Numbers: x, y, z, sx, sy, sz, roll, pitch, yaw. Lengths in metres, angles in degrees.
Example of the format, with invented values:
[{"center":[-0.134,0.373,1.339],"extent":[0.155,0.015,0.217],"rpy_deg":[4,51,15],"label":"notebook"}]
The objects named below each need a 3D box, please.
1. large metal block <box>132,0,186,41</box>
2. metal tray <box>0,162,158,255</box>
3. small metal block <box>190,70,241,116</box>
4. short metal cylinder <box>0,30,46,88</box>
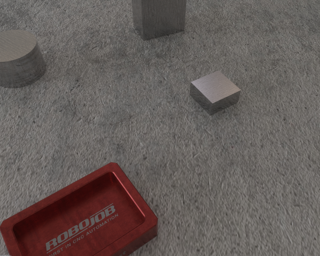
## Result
[{"center":[-0.002,-0.209,0.543],"extent":[0.081,0.080,0.050],"rpy_deg":[-18,53,-15],"label":"large metal block"},{"center":[-0.079,0.102,0.313],"extent":[0.131,0.030,0.090],"rpy_deg":[-28,56,-22],"label":"metal tray"},{"center":[0.079,-0.051,0.447],"extent":[0.050,0.025,0.050],"rpy_deg":[-25,55,-20],"label":"small metal block"},{"center":[-0.223,-0.106,0.475],"extent":[0.081,0.050,0.080],"rpy_deg":[0,50,0],"label":"short metal cylinder"}]
